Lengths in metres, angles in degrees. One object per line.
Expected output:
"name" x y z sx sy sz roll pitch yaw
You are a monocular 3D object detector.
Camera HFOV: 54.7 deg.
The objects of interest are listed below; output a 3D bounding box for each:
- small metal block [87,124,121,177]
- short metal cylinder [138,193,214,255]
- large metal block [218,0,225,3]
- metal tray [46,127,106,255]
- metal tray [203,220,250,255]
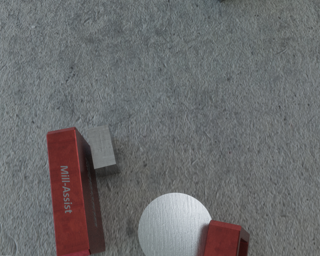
"small metal block" -0.068 0.029 0.384 0.025 0.050 0.050 -13 71 -5
"short metal cylinder" 0.017 0.117 0.352 0.081 0.050 0.080 0 70 0
"large metal block" 0.108 -0.260 0.491 0.080 0.050 0.080 -31 73 -11
"metal tray" -0.092 0.074 0.345 0.030 0.090 0.130 -11 71 -4
"metal tray" 0.062 0.166 0.311 0.030 0.090 0.130 5 69 24
